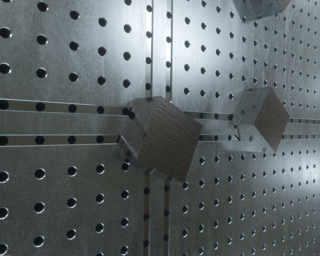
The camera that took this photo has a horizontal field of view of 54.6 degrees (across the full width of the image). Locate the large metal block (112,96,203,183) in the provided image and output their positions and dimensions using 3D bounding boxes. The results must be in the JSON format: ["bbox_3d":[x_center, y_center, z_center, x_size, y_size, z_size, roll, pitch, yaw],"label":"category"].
[{"bbox_3d":[0.000,0.015,0.392,0.080,0.050,0.080,32,70,-35],"label":"large metal block"}]

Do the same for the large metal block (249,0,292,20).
[{"bbox_3d":[0.198,-0.257,0.557,0.080,0.050,0.080,-50,120,-28],"label":"large metal block"}]

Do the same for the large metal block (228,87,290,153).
[{"bbox_3d":[0.173,-0.013,0.536,0.080,0.050,0.080,44,64,-31],"label":"large metal block"}]
